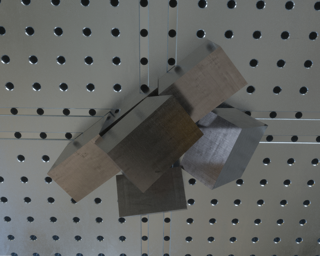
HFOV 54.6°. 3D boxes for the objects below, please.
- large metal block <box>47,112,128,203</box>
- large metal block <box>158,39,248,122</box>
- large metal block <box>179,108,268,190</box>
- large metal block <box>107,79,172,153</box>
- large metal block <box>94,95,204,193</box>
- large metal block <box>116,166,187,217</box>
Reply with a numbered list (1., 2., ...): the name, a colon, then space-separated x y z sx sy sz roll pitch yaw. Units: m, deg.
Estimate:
1. large metal block: -0.084 0.034 0.395 0.080 0.080 0.050 -36 106 12
2. large metal block: 0.045 -0.055 0.364 0.080 0.080 0.050 -37 106 12
3. large metal block: 0.080 0.022 0.385 0.050 0.081 0.080 34 113 32
4. large metal block: -0.009 -0.003 0.400 0.080 0.050 0.080 -37 106 12
5. large metal block: -0.015 0.012 0.321 0.080 0.080 0.050 -43 106 -12
6. large metal block: -0.007 0.087 0.408 0.080 0.080 0.050 -8 74 3
